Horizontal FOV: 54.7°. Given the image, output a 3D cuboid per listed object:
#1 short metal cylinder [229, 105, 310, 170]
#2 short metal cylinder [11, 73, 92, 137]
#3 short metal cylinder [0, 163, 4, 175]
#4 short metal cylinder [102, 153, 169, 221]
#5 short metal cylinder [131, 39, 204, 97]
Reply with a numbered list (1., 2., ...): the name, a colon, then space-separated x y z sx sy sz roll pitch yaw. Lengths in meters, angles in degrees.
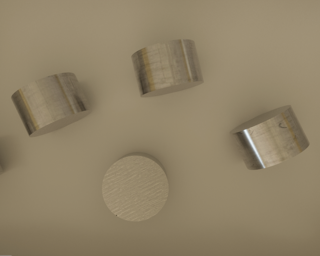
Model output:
1. short metal cylinder: 0.135 0.011 0.386 0.080 0.080 0.050 -26 90 0
2. short metal cylinder: -0.132 -0.028 0.382 0.080 0.080 0.050 -25 90 0
3. short metal cylinder: -0.244 0.049 0.381 0.080 0.080 0.050 -25 90 0
4. short metal cylinder: -0.030 0.073 0.399 0.081 0.050 0.079 0 90 -1
5. short metal cylinder: 0.009 -0.072 0.384 0.080 0.080 0.050 -13 90 0
